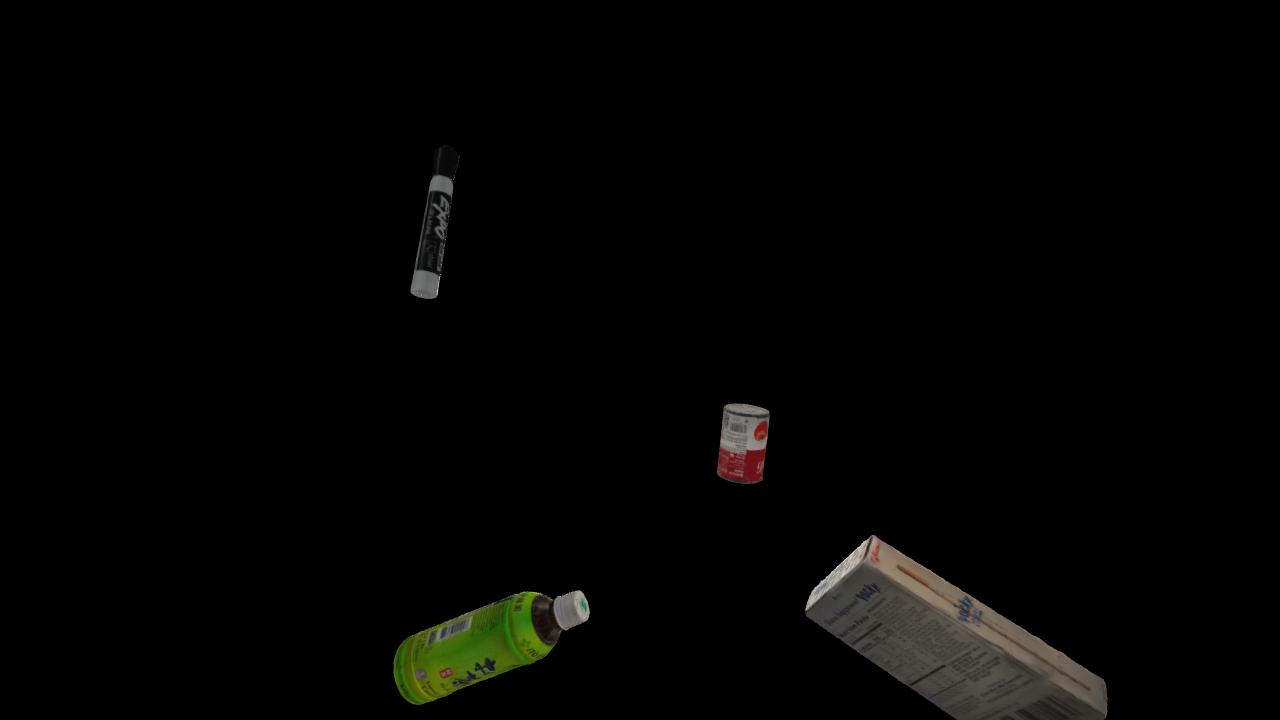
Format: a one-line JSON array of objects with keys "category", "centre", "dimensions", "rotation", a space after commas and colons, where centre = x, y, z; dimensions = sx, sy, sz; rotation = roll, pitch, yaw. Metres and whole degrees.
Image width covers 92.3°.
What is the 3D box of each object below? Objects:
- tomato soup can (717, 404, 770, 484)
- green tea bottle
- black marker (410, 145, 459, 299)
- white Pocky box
[{"category": "tomato soup can", "centre": [0.148, 0.118, 0.885], "dimensions": [0.068, 0.101, 0.068], "rotation": [4, 8, -1]}, {"category": "green tea bottle", "centre": [-0.150, 0.286, 0.631], "dimensions": [0.212, 0.073, 0.073], "rotation": [-27, -7, 14]}, {"category": "black marker", "centre": [-0.152, -0.105, 0.459], "dimensions": [0.020, 0.121, 0.020], "rotation": [4, -15, 1]}, {"category": "white Pocky box", "centre": [0.193, 0.183, 0.392], "dimensions": [0.154, 0.084, 0.028], "rotation": [32, 44, 11]}]
